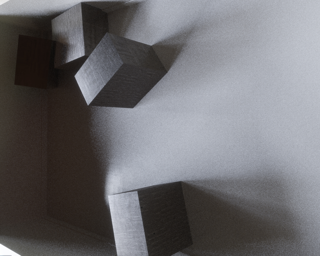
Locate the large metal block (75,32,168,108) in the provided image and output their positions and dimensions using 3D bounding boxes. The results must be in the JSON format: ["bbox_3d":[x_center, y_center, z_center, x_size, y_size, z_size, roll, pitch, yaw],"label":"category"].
[{"bbox_3d":[-0.052,-0.072,0.414,0.080,0.081,0.050,-42,64,32],"label":"large metal block"}]

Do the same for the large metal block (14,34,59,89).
[{"bbox_3d":[-0.208,-0.111,0.536,0.080,0.050,0.079,-129,47,-79],"label":"large metal block"}]

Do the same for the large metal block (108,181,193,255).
[{"bbox_3d":[-0.010,0.113,0.380,0.050,0.081,0.080,-18,79,39],"label":"large metal block"}]

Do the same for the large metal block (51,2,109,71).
[{"bbox_3d":[-0.127,-0.141,0.496,0.080,0.050,0.080,-8,85,39],"label":"large metal block"}]
